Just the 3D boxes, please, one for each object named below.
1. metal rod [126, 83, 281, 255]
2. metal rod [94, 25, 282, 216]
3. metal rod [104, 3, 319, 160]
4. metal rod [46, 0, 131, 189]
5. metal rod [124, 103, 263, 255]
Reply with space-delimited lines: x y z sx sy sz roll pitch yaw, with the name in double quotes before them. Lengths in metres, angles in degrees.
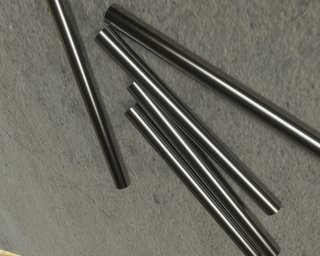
"metal rod" 0.062 0.057 0.408 0.025 0.025 0.300 -33 101 38
"metal rod" 0.039 -0.004 0.375 0.300 0.025 0.025 45 129 -7
"metal rod" 0.069 -0.048 0.340 0.301 0.025 0.025 34 129 5
"metal rod" -0.094 -0.041 0.428 0.025 0.025 0.298 -1 118 28
"metal rod" 0.057 0.087 0.429 0.025 0.025 0.300 -34 100 38
